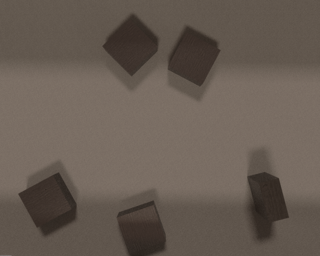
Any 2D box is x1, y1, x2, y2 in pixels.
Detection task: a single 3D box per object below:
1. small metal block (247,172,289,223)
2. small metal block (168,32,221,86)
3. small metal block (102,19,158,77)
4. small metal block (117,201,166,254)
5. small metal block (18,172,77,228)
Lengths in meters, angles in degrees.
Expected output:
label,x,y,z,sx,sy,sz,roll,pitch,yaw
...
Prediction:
label,x,y,z,sx,sy,sz,roll,pitch,yaw
small metal block,0.138,0.088,0.401,0.025,0.050,0.050,-14,90,0
small metal block,0.045,-0.090,0.412,0.050,0.025,0.050,28,90,-1
small metal block,-0.039,-0.105,0.411,0.050,0.025,0.050,-45,91,0
small metal block,-0.024,0.131,0.411,0.050,0.025,0.050,-19,90,-1
small metal block,-0.148,0.094,0.410,0.050,0.025,0.050,-29,90,-1
